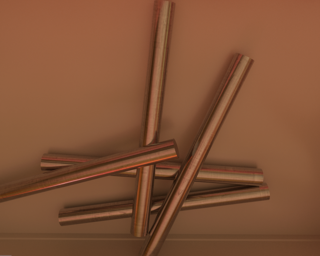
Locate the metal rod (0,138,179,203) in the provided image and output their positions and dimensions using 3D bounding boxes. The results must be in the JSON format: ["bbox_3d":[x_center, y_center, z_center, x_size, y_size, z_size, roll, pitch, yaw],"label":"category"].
[{"bbox_3d":[-0.123,0.064,0.405,0.301,0.025,0.025,-15,110,11],"label":"metal rod"}]

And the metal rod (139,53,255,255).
[{"bbox_3d":[0.043,0.046,0.406,0.025,0.025,0.298,23,100,-9],"label":"metal rod"}]

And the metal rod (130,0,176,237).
[{"bbox_3d":[-0.012,-0.001,0.391,0.025,0.025,0.298,6,104,-3],"label":"metal rod"}]

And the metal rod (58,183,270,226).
[{"bbox_3d":[0.005,0.111,0.451,0.302,0.025,0.025,-8,110,2],"label":"metal rod"}]

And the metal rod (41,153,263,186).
[{"bbox_3d":[-0.009,0.058,0.431,0.302,0.025,0.025,4,110,-2],"label":"metal rod"}]
